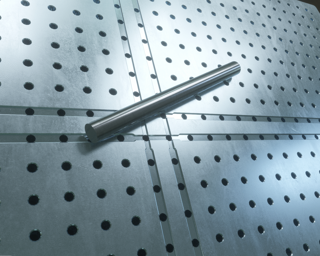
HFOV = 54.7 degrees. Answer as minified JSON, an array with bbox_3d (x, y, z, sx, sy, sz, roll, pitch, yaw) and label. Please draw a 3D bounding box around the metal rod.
[{"bbox_3d":[0.025,-0.049,0.453,0.302,0.025,0.025,-28,77,-38],"label":"metal rod"}]
